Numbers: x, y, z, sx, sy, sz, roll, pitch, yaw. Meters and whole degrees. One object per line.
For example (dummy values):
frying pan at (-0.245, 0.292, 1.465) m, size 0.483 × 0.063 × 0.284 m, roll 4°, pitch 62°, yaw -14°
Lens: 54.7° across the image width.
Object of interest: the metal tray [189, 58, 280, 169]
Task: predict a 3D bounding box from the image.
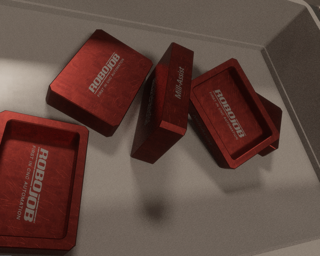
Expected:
metal tray at (0.095, -0.019, 0.429) m, size 0.091 × 0.030 × 0.130 m, roll -31°, pitch 92°, yaw -16°

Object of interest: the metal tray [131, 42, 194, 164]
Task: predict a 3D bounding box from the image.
metal tray at (0.003, -0.031, 0.386) m, size 0.030 × 0.090 × 0.130 m, roll 21°, pitch 54°, yaw -17°

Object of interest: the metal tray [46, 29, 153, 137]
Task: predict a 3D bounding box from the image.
metal tray at (-0.073, -0.062, 0.402) m, size 0.090 × 0.030 × 0.130 m, roll 31°, pitch 52°, yaw -9°

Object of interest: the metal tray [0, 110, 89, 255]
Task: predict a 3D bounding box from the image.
metal tray at (-0.124, 0.052, 0.304) m, size 0.091 × 0.030 × 0.130 m, roll 13°, pitch 56°, yaw -22°

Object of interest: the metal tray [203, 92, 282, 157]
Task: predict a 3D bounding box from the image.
metal tray at (0.129, -0.024, 0.489) m, size 0.130 × 0.030 × 0.090 m, roll 31°, pitch 52°, yaw -9°
